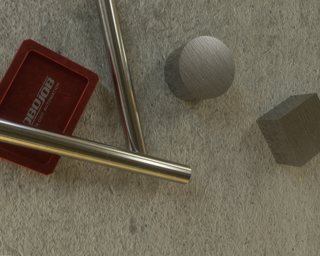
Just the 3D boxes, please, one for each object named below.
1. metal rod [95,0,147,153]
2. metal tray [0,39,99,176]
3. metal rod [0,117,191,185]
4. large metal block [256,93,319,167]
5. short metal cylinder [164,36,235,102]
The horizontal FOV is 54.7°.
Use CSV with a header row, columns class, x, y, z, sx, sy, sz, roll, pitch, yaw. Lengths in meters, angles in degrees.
class,x,y,z,sx,sy,sz,roll,pitch,yaw
metal rod,-0.055,-0.096,0.389,0.025,0.025,0.298,-13,95,-20
metal tray,-0.139,-0.022,0.355,0.090,0.030,0.130,27,81,-19
metal rod,-0.102,0.019,0.339,0.302,0.025,0.025,17,85,-21
large metal block,0.209,0.002,0.475,0.080,0.050,0.080,-32,101,-17
short metal cylinder,0.052,-0.077,0.416,0.081,0.050,0.079,0,90,-20
